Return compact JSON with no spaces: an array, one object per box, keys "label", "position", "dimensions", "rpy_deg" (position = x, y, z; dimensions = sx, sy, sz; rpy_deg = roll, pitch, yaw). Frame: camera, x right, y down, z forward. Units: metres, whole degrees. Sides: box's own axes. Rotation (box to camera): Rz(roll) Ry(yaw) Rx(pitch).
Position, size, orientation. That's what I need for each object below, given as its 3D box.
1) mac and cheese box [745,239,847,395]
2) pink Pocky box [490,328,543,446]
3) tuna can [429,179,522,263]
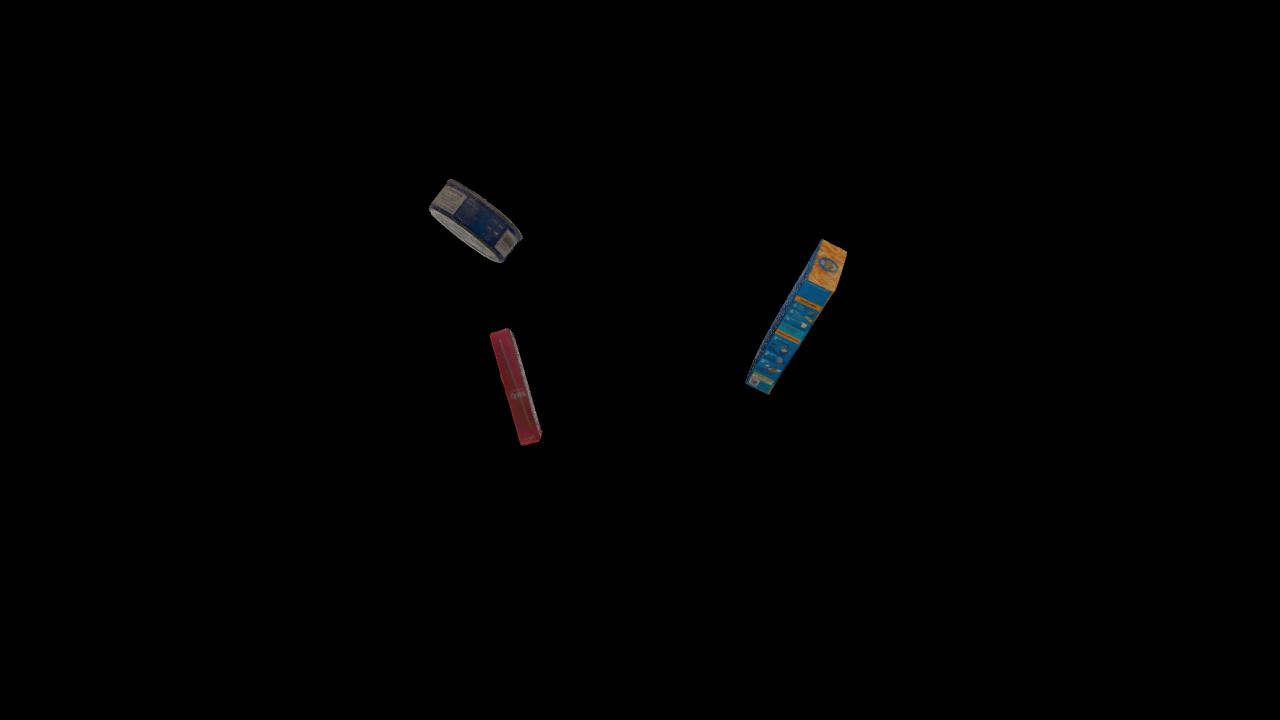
[{"label":"mac and cheese box","position":[0.191,-0.049,0.763],"dimensions":[0.041,0.184,0.093],"rpy_deg":[28,47,7]},{"label":"pink Pocky box","position":[-0.168,0.037,0.838],"dimensions":[0.029,0.155,0.084],"rpy_deg":[-16,1,-7]},{"label":"tuna can","position":[-0.154,-0.128,0.576],"dimensions":[0.084,0.034,0.084],"rpy_deg":[34,-7,5]}]
